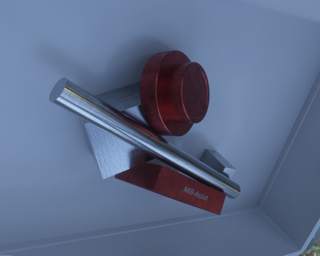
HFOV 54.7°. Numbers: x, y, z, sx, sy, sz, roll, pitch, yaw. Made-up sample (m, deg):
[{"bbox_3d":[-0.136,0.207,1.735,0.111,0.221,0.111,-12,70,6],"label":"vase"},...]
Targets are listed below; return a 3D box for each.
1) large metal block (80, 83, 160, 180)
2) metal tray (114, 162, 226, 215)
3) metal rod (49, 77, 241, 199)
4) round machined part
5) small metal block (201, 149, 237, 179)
[{"bbox_3d":[-0.046,0.002,0.368,0.081,0.050,0.079,-21,127,-17],"label":"large metal block"},{"bbox_3d":[0.016,0.079,0.419,0.131,0.090,0.030,29,75,-39],"label":"metal tray"},{"bbox_3d":[0.009,0.030,0.365,0.301,0.025,0.025,33,100,-39],"label":"metal rod"},{"bbox_3d":[0.023,-0.039,0.352,0.099,0.042,0.097,-2,93,-57],"label":"round machined part"},{"bbox_3d":[0.083,0.069,0.481,0.025,0.050,0.050,16,110,-35],"label":"small metal block"}]
